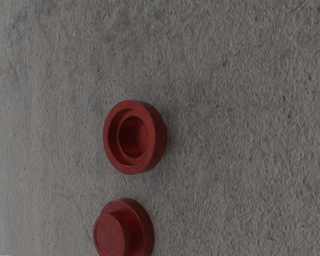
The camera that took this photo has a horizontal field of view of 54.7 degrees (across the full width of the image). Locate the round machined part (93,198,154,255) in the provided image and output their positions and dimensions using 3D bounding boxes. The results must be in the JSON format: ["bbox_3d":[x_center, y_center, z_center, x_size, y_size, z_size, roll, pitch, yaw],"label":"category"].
[{"bbox_3d":[-0.058,0.153,0.442,0.098,0.042,0.097,0,90,40],"label":"round machined part"}]

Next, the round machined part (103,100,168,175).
[{"bbox_3d":[-0.029,0.012,0.418,0.098,0.042,0.097,0,90,40],"label":"round machined part"}]
